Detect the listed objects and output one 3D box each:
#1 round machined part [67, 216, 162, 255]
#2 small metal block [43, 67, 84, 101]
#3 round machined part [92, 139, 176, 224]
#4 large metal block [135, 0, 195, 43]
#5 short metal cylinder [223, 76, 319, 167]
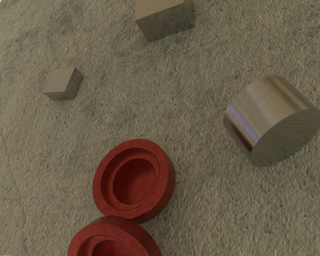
[{"bbox_3d":[-0.040,0.134,0.311,0.098,0.042,0.097,3,99,22],"label":"round machined part"},{"bbox_3d":[-0.167,-0.076,0.535,0.050,0.025,0.050,1,62,28],"label":"small metal block"},{"bbox_3d":[-0.027,0.065,0.366,0.098,0.042,0.098,-13,56,20],"label":"round machined part"},{"bbox_3d":[0.009,-0.196,0.502,0.080,0.050,0.080,-13,56,20],"label":"large metal block"},{"bbox_3d":[0.112,-0.005,0.313,0.080,0.080,0.050,-34,52,6],"label":"short metal cylinder"}]
